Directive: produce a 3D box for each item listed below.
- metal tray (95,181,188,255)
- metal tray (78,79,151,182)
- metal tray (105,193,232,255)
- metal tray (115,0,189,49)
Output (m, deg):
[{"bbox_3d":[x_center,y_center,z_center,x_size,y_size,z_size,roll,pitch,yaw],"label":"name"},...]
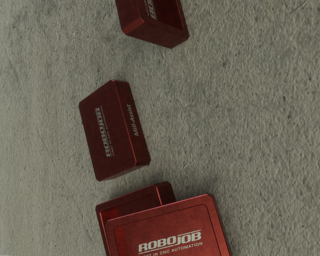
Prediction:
[{"bbox_3d":[-0.030,0.134,0.426,0.130,0.030,0.090,-27,73,36],"label":"metal tray"},{"bbox_3d":[-0.071,0.005,0.460,0.090,0.030,0.129,-27,73,37],"label":"metal tray"},{"bbox_3d":[0.010,0.134,0.354,0.130,0.030,0.090,-17,76,10],"label":"metal tray"},{"bbox_3d":[-0.016,-0.168,0.375,0.030,0.091,0.129,-21,77,38],"label":"metal tray"}]
